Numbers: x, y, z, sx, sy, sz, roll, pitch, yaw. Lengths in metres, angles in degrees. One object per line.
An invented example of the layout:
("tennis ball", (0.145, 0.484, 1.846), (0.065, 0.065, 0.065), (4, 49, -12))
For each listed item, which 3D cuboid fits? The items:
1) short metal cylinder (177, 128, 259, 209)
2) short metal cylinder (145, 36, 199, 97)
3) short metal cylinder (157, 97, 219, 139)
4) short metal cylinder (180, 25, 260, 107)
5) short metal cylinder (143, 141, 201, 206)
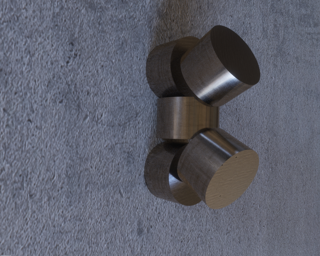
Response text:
("short metal cylinder", (0.068, 0.046, 0.360), (0.081, 0.050, 0.079), (-21, 129, -27))
("short metal cylinder", (0.027, -0.077, 0.413), (0.081, 0.050, 0.080), (0, 90, -40))
("short metal cylinder", (0.036, -0.011, 0.401), (0.081, 0.080, 0.050), (2, 89, -40))
("short metal cylinder", (0.071, -0.072, 0.365), (0.080, 0.050, 0.080), (21, 52, -30))
("short metal cylinder", (0.025, 0.058, 0.411), (0.081, 0.050, 0.080), (0, 90, -40))
